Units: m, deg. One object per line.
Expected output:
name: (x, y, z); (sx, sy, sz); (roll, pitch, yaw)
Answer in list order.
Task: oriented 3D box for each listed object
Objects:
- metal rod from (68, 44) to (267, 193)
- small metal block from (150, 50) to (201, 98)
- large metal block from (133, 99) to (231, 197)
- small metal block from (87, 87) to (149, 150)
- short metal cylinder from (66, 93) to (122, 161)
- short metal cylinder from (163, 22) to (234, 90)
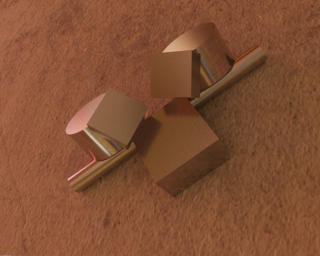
metal rod: (0.007, -0.010, 0.406); (0.300, 0.025, 0.025); (-35, 52, 4)
small metal block: (0.018, -0.059, 0.351); (0.050, 0.025, 0.050); (2, 93, 29)
large metal block: (0.021, 0.020, 0.363); (0.080, 0.050, 0.080); (-36, 51, 4)
small metal block: (-0.047, -0.010, 0.355); (0.050, 0.025, 0.050); (27, 74, 4)
short metal cylinder: (-0.076, -0.003, 0.412); (0.080, 0.050, 0.080); (-28, 29, 18)
short metal cylinder: (0.047, -0.091, 0.400); (0.080, 0.050, 0.080); (-28, 29, 18)
